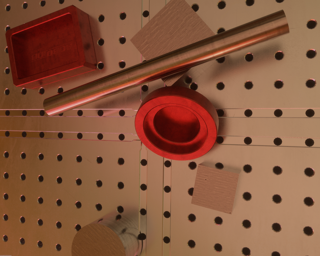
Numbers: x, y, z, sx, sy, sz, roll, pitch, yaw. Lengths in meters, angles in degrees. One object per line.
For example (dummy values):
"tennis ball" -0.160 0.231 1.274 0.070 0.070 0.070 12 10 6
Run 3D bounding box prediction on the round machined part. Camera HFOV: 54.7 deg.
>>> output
"round machined part" 0.022 -0.010 0.379 0.098 0.042 0.097 8 129 10

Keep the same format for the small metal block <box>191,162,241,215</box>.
"small metal block" 0.070 0.074 0.387 0.050 0.025 0.050 11 94 19

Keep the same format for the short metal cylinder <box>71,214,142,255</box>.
"short metal cylinder" -0.072 0.163 0.423 0.080 0.050 0.079 0 90 19

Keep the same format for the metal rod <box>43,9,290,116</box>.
"metal rod" -0.009 -0.067 0.361 0.301 0.025 0.025 -16 85 19

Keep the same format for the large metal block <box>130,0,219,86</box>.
"large metal block" 0.024 -0.104 0.390 0.080 0.050 0.080 -41 78 15

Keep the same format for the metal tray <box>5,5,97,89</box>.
"metal tray" -0.165 -0.118 0.466 0.130 0.030 0.089 -12 86 19
